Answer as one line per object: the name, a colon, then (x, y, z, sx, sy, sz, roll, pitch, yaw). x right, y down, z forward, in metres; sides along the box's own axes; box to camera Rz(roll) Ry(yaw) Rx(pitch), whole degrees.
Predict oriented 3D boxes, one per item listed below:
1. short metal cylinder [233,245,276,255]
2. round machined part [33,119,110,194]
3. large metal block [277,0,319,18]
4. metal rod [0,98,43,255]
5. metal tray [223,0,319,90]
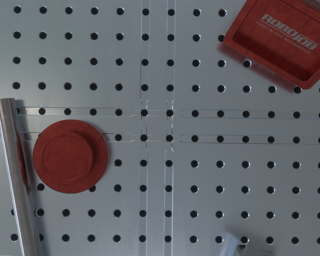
short metal cylinder: (0.126, 0.189, 0.387, 0.080, 0.080, 0.050, 18, 90, 0)
round machined part: (-0.117, 0.038, 0.404, 0.099, 0.042, 0.097, 0, 90, 0)
large metal block: (0.192, -0.193, 0.402, 0.080, 0.050, 0.080, -17, 90, 0)
metal rod: (-0.180, 0.109, 0.411, 0.025, 0.025, 0.298, -10, 90, 0)
metal tray: (0.157, -0.115, 0.383, 0.130, 0.089, 0.030, 30, 47, 0)
